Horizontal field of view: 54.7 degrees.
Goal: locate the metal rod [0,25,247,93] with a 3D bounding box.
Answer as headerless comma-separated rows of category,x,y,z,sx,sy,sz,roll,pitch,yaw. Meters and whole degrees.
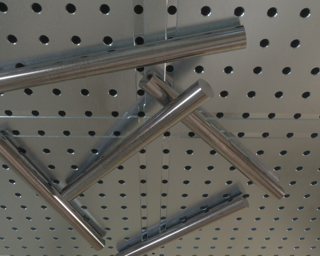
metal rod,-0.058,-0.074,0.347,0.301,0.025,0.025,-9,130,7

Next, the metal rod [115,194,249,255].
metal rod,0.029,0.197,0.579,0.299,0.025,0.025,-34,123,25

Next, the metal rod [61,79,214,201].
metal rod,-0.049,0.032,0.417,0.025,0.025,0.299,34,128,-26

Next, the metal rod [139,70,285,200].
metal rod,0.088,0.024,0.433,0.025,0.025,0.301,-36,122,26

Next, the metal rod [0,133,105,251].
metal rod,-0.171,0.122,0.512,0.025,0.025,0.299,-17,129,13
